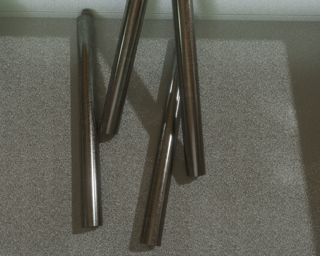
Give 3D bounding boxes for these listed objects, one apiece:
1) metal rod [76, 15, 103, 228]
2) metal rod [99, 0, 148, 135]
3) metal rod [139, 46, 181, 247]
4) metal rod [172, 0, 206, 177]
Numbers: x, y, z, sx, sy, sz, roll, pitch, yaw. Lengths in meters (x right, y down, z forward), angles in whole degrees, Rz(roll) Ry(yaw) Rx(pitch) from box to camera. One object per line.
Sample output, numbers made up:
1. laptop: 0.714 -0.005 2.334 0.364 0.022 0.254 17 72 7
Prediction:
1. metal rod: -0.097 -0.023 0.417 0.025 0.025 0.299 -6 70 -2
2. metal rod: -0.032 -0.136 0.379 0.025 0.025 0.298 16 102 5
3. metal rod: 0.013 -0.003 0.410 0.025 0.025 0.299 9 70 3
4. metal rod: 0.032 -0.090 0.375 0.025 0.025 0.298 -5 96 -2
